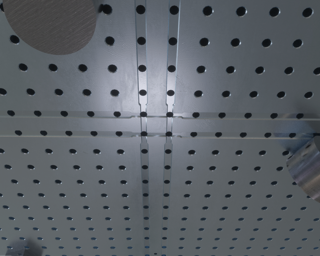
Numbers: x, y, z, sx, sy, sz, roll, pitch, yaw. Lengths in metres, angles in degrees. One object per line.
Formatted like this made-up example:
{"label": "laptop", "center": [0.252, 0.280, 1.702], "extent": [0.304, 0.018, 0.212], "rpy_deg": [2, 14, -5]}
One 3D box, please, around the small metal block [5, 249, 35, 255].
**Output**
{"label": "small metal block", "center": [-0.290, 0.281, 0.649], "extent": [0.050, 0.025, 0.050], "rpy_deg": [-18, 128, 15]}

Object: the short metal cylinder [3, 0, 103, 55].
{"label": "short metal cylinder", "center": [-0.097, -0.117, 0.294], "extent": [0.081, 0.050, 0.079], "rpy_deg": [0, 130, 0]}

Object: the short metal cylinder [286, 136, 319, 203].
{"label": "short metal cylinder", "center": [0.224, 0.057, 0.426], "extent": [0.080, 0.080, 0.050], "rpy_deg": [24, 126, -19]}
